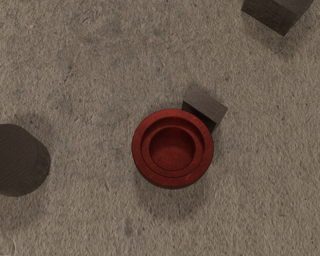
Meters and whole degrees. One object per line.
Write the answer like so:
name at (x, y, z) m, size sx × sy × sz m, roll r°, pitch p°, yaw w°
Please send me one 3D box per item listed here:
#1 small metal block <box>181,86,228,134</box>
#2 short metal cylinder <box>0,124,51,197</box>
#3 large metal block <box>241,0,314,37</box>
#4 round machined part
small metal block at (0.056, -0.021, 0.403) m, size 0.050 × 0.050 × 0.025 m, roll 36°, pitch 74°, yaw 12°
short metal cylinder at (-0.182, 0.041, 0.378) m, size 0.081 × 0.050 × 0.080 m, roll 0°, pitch 70°, yaw 0°
large metal block at (0.185, -0.201, 0.471) m, size 0.080 × 0.050 × 0.080 m, roll 38°, pitch 74°, yaw 12°
round machined part at (0.015, 0.028, 0.389) m, size 0.099 × 0.042 × 0.098 m, roll 0°, pitch 70°, yaw -1°
